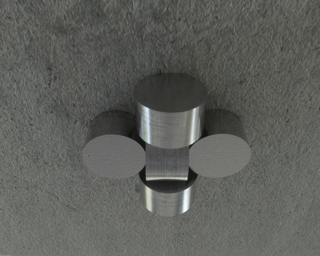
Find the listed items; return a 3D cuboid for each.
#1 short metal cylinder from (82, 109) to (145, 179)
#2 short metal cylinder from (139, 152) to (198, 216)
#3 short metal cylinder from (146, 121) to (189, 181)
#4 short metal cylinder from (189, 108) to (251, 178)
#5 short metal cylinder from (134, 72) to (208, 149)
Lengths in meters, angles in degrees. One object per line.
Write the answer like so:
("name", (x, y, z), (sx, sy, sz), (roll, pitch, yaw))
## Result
("short metal cylinder", (-0.058, 0.022, 0.410), (0.081, 0.050, 0.079), (-1, 130, -1))
("short metal cylinder", (0.011, 0.077, 0.439), (0.081, 0.080, 0.050), (0, 130, 0))
("short metal cylinder", (0.008, 0.028, 0.397), (0.050, 0.080, 0.079), (0, 130, 0))
("short metal cylinder", (0.074, 0.021, 0.410), (0.080, 0.050, 0.079), (0, 131, 0))
("short metal cylinder", (0.012, -0.022, 0.354), (0.081, 0.080, 0.050), (0, 130, 0))
